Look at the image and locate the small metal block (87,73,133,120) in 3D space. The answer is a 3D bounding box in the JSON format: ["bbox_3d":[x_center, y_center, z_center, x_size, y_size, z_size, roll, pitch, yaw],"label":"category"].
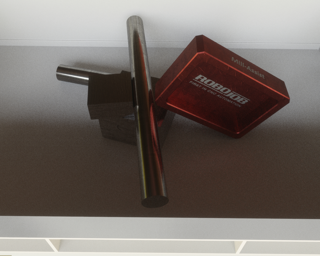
[{"bbox_3d":[-0.058,-0.039,0.370,0.050,0.025,0.050,-5,50,-5],"label":"small metal block"}]

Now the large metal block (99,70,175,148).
[{"bbox_3d":[-0.025,-0.024,0.407,0.080,0.050,0.080,14,51,11],"label":"large metal block"}]

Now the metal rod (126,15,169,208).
[{"bbox_3d":[-0.022,-0.047,0.377,0.025,0.025,0.300,-5,50,-5],"label":"metal rod"}]

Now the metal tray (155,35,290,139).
[{"bbox_3d":[0.071,-0.041,0.362,0.131,0.090,0.030,22,47,-24],"label":"metal tray"}]

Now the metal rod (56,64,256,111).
[{"bbox_3d":[-0.006,-0.056,0.451,0.301,0.025,0.025,11,51,9],"label":"metal rod"}]
